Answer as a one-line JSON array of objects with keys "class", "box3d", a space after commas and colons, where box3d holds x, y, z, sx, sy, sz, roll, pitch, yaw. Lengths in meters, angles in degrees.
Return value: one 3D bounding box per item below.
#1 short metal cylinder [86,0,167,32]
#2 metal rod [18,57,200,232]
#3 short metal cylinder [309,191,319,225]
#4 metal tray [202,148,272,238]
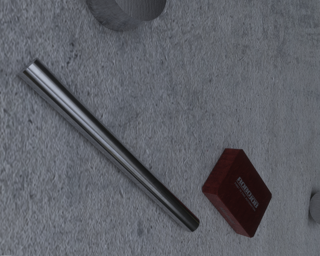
[{"class": "short metal cylinder", "box3d": [-0.039, -0.157, 0.356, 0.081, 0.050, 0.080, 0, 90, -40]}, {"class": "metal rod", "box3d": [-0.041, 0.039, 0.370, 0.300, 0.025, 0.025, 49, 61, -29]}, {"class": "short metal cylinder", "box3d": [0.386, 0.182, 0.692, 0.050, 0.080, 0.080, 20, 78, -39]}, {"class": "metal tray", "box3d": [0.131, 0.107, 0.512, 0.130, 0.030, 0.090, 52, 60, -28]}]
